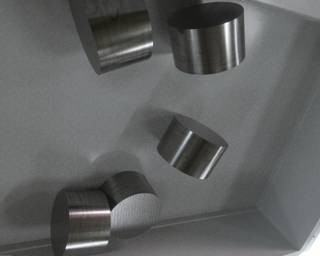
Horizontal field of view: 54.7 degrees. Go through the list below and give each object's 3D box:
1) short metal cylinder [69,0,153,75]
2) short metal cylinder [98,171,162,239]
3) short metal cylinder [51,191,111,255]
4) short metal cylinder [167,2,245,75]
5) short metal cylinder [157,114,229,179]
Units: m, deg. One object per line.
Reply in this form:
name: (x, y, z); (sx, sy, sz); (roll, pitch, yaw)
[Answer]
short metal cylinder: (-0.047, -0.095, 0.289); (0.050, 0.080, 0.080); (-22, 127, -16)
short metal cylinder: (-0.044, 0.108, 0.437); (0.081, 0.050, 0.079); (-14, 125, -21)
short metal cylinder: (-0.102, 0.120, 0.393); (0.050, 0.080, 0.079); (8, 115, -32)
short metal cylinder: (0.052, -0.100, 0.341); (0.081, 0.080, 0.050); (-24, 128, -14)
short metal cylinder: (0.043, 0.024, 0.413); (0.081, 0.080, 0.050); (18, 108, -36)
